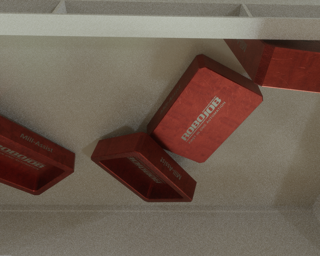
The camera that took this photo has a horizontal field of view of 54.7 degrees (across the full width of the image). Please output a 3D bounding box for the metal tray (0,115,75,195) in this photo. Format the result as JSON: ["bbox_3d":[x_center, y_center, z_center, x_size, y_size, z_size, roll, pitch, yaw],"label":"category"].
[{"bbox_3d":[-0.196,0.042,0.424,0.090,0.030,0.130,-33,133,24],"label":"metal tray"}]

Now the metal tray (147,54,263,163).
[{"bbox_3d":[0.052,-0.018,0.392,0.091,0.030,0.129,23,126,-19],"label":"metal tray"}]

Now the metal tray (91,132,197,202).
[{"bbox_3d":[-0.020,0.060,0.433,0.090,0.030,0.130,-12,136,38],"label":"metal tray"}]

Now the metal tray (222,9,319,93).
[{"bbox_3d":[0.115,-0.073,0.278,0.091,0.130,0.030,6,122,-5],"label":"metal tray"}]
